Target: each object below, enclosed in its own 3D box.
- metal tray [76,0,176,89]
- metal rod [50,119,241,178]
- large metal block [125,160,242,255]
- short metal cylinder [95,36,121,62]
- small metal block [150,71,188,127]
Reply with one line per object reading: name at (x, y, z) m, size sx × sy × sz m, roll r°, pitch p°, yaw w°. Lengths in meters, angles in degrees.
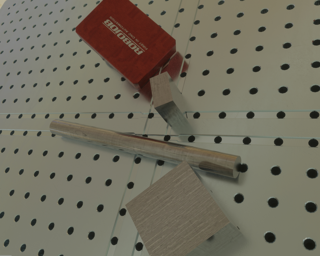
metal tray at (-0.051, -0.135, 0.473) m, size 0.130 × 0.030 × 0.090 m, roll 43°, pitch 87°, yaw 7°
metal rod at (-0.041, 0.020, 0.417) m, size 0.300 × 0.025 × 0.025 m, roll 10°, pitch 67°, yaw 32°
large metal block at (0.023, 0.095, 0.322) m, size 0.080 × 0.050 × 0.080 m, roll -38°, pitch 51°, yaw 3°
short metal cylinder at (-0.079, -0.158, 0.525) m, size 0.080 × 0.050 × 0.080 m, roll -15°, pitch 49°, yaw 18°
small metal block at (0.011, -0.037, 0.409) m, size 0.025 × 0.050 × 0.050 m, roll -21°, pitch 54°, yaw 16°
